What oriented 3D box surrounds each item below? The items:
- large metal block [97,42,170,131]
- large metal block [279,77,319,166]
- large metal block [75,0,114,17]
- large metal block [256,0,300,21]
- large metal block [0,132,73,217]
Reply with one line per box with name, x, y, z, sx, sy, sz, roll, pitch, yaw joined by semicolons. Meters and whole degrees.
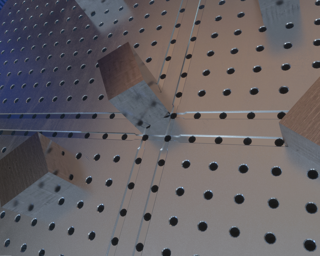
large metal block;-0.036;-0.056;0.427;0.050;0.080;0.080;-29;52;10
large metal block;0.178;-0.003;0.301;0.080;0.050;0.080;-47;51;-5
large metal block;-0.137;-0.293;0.645;0.080;0.050;0.080;-28;52;11
large metal block;0.150;-0.210;0.424;0.050;0.080;0.080;-17;55;19
large metal block;-0.183;0.066;0.449;0.080;0.050;0.080;-37;51;4
